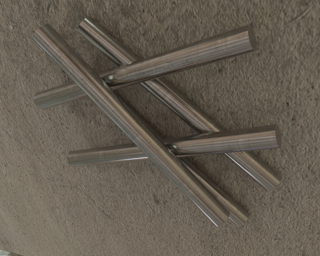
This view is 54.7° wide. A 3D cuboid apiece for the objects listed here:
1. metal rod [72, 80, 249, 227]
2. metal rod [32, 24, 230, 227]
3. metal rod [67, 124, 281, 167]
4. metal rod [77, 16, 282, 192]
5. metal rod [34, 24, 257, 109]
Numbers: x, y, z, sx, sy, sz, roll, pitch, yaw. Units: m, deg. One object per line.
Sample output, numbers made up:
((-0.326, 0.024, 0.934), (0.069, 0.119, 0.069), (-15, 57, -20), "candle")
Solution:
((0.001, 0.026, 0.421), (0.300, 0.025, 0.025), (42, 129, -1), "metal rod")
((-0.029, 0.001, 0.358), (0.300, 0.025, 0.025), (46, 129, -5), "metal rod")
((-0.005, 0.028, 0.395), (0.300, 0.025, 0.025), (-9, 114, 31), "metal rod")
((0.023, -0.029, 0.376), (0.300, 0.025, 0.025), (40, 129, 0), "metal rod")
((-0.042, -0.060, 0.360), (0.300, 0.025, 0.025), (-10, 114, 32), "metal rod")
